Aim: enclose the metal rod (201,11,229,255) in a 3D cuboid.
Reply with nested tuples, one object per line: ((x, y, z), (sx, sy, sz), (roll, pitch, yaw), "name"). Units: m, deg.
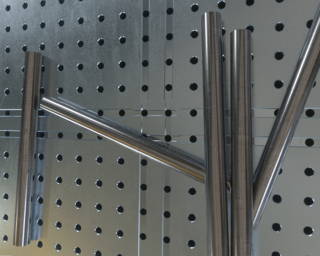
((0.065, 0.007, 0.369), (0.025, 0.025, 0.298), (-3, 81, 19), "metal rod")

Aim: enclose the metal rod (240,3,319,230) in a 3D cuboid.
((0.153, -0.023, 0.358), (0.025, 0.025, 0.298), (21, 97, 18), "metal rod")

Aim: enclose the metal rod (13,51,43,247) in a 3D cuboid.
((-0.206, 0.033, 0.483), (0.025, 0.025, 0.298), (5, 92, 19), "metal rod")

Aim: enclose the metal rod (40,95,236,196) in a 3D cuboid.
((-0.041, 0.017, 0.425), (0.301, 0.025, 0.025), (23, 98, 18), "metal rod")

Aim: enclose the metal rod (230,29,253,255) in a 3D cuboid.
((0.095, 0.033, 0.361), (0.025, 0.025, 0.298), (-1, 83, 19), "metal rod")
